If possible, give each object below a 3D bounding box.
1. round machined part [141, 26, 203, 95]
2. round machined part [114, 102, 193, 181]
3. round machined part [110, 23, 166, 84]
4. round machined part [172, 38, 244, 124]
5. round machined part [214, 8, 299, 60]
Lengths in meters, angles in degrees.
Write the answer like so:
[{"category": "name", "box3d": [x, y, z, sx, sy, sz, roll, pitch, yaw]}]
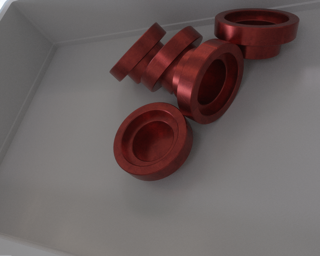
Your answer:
[{"category": "round machined part", "box3d": [0.023, -0.082, 0.410, 0.042, 0.098, 0.098, 44, 86, 2]}, {"category": "round machined part", "box3d": [-0.005, 0.020, 0.385, 0.098, 0.042, 0.098, -13, 56, 21]}, {"category": "round machined part", "box3d": [-0.025, -0.102, 0.450, 0.098, 0.042, 0.098, -44, 12, 13]}, {"category": "round machined part", "box3d": [0.053, -0.057, 0.365, 0.042, 0.098, 0.098, 30, 78, 36]}, {"category": "round machined part", "box3d": [0.117, -0.117, 0.386, 0.099, 0.042, 0.098, -2, 33, 1]}]
